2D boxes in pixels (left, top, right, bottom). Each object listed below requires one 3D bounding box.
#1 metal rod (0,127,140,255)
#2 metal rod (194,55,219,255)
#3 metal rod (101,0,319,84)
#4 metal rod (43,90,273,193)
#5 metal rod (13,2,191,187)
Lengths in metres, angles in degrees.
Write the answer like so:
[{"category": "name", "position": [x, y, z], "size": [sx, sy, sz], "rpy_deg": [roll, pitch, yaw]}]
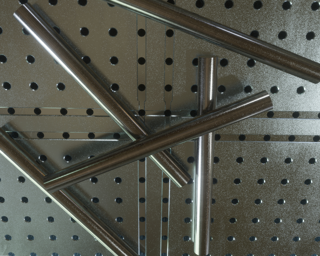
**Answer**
[{"category": "metal rod", "position": [-0.127, 0.115, 0.454], "size": [0.025, 0.025, 0.300], "rpy_deg": [-38, 106, 12]}, {"category": "metal rod", "position": [0.062, 0.051, 0.433], "size": [0.025, 0.025, 0.298], "rpy_deg": [-1, 110, 0]}, {"category": "metal rod", "position": [0.060, -0.116, 0.371], "size": [0.302, 0.025, 0.025], "rpy_deg": [19, 109, -8]}, {"category": "metal rod", "position": [-0.008, 0.020, 0.392], "size": [0.301, 0.025, 0.025], "rpy_deg": [-21, 109, 7]}, {"category": "metal rod", "position": [-0.063, -0.031, 0.401], "size": [0.025, 0.025, 0.300], "rpy_deg": [-39, 106, 13]}]
